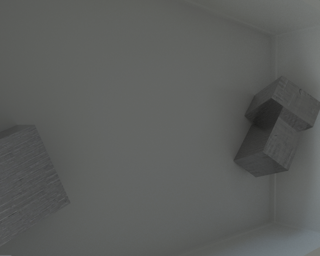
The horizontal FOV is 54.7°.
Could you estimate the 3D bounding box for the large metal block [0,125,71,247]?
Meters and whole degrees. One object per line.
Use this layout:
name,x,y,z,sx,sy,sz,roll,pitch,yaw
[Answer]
large metal block,-0.140,0.050,0.273,0.081,0.050,0.080,-30,109,-36

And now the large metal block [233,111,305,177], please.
large metal block,0.178,0.029,0.511,0.050,0.080,0.080,36,65,-6

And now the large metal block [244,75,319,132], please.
large metal block,0.206,-0.031,0.524,0.080,0.080,0.050,34,66,-4
